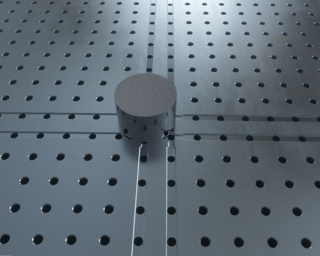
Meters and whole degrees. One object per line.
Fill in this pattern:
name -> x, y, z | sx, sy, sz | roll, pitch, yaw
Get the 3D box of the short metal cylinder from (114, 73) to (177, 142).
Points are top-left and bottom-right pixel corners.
short metal cylinder -> -0.018, -0.028, 0.415 | 0.080, 0.050, 0.080 | 0, 50, 0
